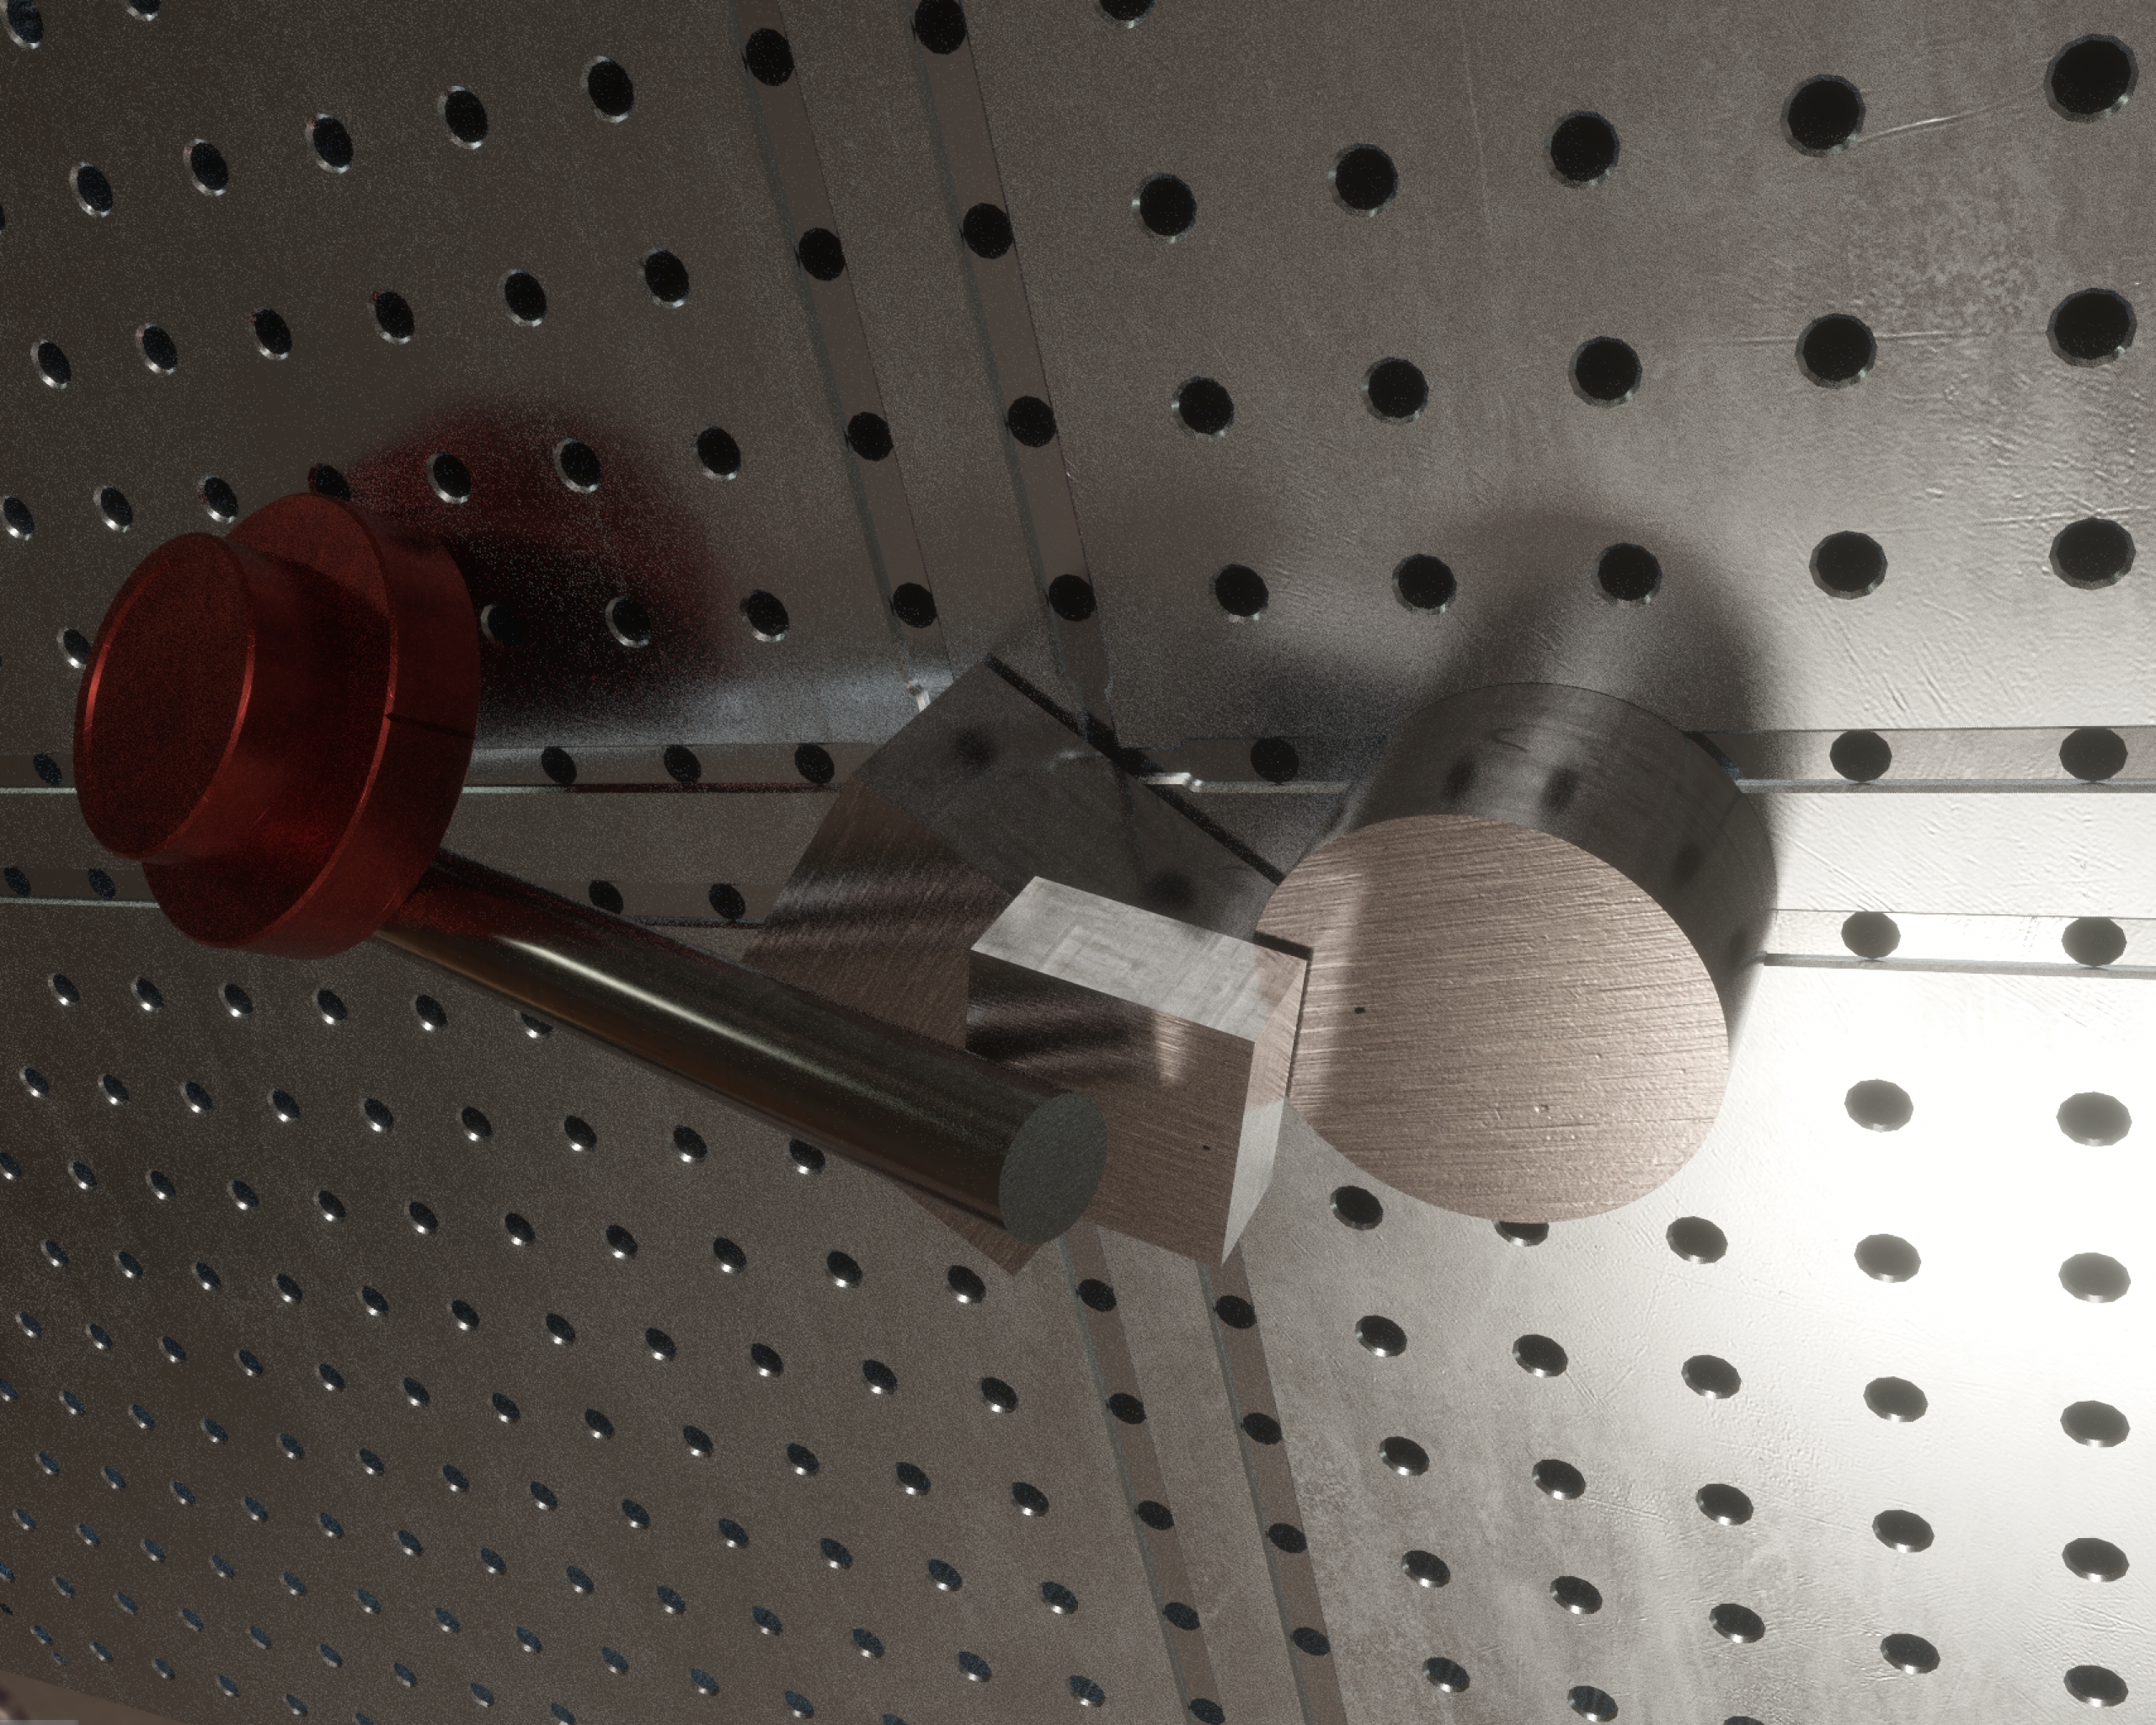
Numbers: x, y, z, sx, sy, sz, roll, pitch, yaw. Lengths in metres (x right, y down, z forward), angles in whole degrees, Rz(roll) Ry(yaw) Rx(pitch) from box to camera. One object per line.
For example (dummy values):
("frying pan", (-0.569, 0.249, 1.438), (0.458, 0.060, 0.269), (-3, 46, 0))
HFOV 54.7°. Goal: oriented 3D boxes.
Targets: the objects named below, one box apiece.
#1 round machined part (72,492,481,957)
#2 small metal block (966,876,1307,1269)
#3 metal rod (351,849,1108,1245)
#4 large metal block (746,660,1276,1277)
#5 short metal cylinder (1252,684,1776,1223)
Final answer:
("round machined part", (-0.172, -0.031, 0.435), (0.098, 0.042, 0.098), (-9, 74, 37))
("small metal block", (0.009, 0.036, 0.360), (0.050, 0.025, 0.050), (17, 125, 18))
("metal rod", (-0.115, 0.015, 0.423), (0.300, 0.025, 0.025), (16, 127, 39))
("large metal block", (-0.016, 0.022, 0.413), (0.080, 0.050, 0.080), (37, 129, 2))
("short metal cylinder", (0.076, 0.015, 0.363), (0.080, 0.050, 0.079), (13, 124, 20))
